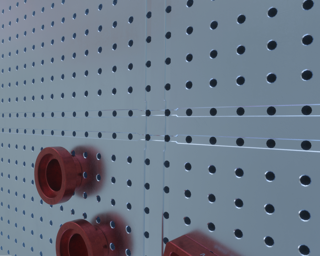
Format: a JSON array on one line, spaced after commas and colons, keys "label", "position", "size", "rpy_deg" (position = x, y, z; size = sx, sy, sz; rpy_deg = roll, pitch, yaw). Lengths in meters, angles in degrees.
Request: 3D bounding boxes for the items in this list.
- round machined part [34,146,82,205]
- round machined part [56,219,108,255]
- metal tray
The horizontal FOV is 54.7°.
[{"label": "round machined part", "position": [-0.173, 0.081, 0.538], "size": [0.098, 0.042, 0.097], "rpy_deg": [0, 90, 39]}, {"label": "round machined part", "position": [-0.121, 0.195, 0.495], "size": [0.098, 0.042, 0.097], "rpy_deg": [0, 90, 39]}, {"label": "metal tray", "position": [0.056, 0.197, 0.358], "size": [0.130, 0.030, 0.089], "rpy_deg": [21, 103, 37]}]
